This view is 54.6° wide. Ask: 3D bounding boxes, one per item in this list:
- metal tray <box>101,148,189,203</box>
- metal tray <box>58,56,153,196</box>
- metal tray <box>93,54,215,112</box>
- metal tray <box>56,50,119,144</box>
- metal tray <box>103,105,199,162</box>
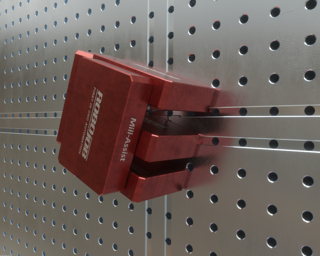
[{"bbox_3d":[-0.041,0.044,0.401,0.130,0.091,0.030,27,107,36],"label":"metal tray"},{"bbox_3d":[-0.064,-0.004,0.342,0.090,0.030,0.129,26,107,37],"label":"metal tray"},{"bbox_3d":[-0.012,-0.055,0.376,0.130,0.091,0.030,27,107,37],"label":"metal tray"},{"bbox_3d":[-0.096,-0.040,0.444,0.030,0.090,0.129,20,104,16],"label":"metal tray"},{"bbox_3d":[-0.028,0.000,0.390,0.130,0.091,0.030,25,105,36],"label":"metal tray"}]
